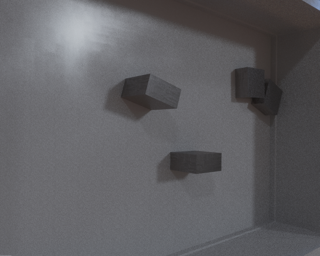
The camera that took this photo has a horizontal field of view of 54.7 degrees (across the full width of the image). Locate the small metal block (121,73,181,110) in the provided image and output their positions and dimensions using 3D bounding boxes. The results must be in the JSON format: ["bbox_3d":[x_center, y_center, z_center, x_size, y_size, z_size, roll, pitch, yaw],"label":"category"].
[{"bbox_3d":[-0.011,-0.043,0.381,0.050,0.050,0.025,21,77,-38],"label":"small metal block"}]

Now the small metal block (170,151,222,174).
[{"bbox_3d":[0.050,0.047,0.432,0.050,0.050,0.025,1,90,-40],"label":"small metal block"}]

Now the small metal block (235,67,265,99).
[{"bbox_3d":[0.156,-0.077,0.537,0.050,0.025,0.050,-2,91,-40],"label":"small metal block"}]

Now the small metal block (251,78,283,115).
[{"bbox_3d":[0.198,-0.056,0.572,0.050,0.025,0.050,29,72,-37],"label":"small metal block"}]
